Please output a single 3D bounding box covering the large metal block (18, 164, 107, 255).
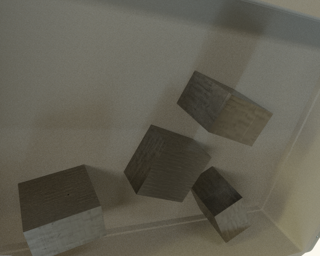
[{"bbox_3d":[-0.117,0.097,0.369,0.081,0.080,0.050,-15,125,-20],"label":"large metal block"}]

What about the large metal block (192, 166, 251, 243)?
[{"bbox_3d":[0.096,0.123,0.501,0.050,0.080,0.080,-32,129,-8],"label":"large metal block"}]

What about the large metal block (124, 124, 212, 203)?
[{"bbox_3d":[0.010,0.051,0.429,0.080,0.050,0.080,20,108,-36],"label":"large metal block"}]

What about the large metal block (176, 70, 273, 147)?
[{"bbox_3d":[0.082,-0.025,0.402,0.081,0.080,0.050,17,109,-35],"label":"large metal block"}]
